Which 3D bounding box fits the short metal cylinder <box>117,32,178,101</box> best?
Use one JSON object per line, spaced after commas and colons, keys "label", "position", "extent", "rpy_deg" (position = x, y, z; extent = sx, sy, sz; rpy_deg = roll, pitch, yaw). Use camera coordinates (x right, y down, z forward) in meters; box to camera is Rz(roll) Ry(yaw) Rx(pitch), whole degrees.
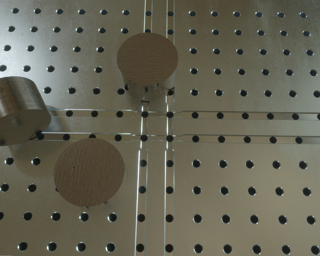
{"label": "short metal cylinder", "position": [-0.016, -0.084, 0.429], "extent": [0.081, 0.050, 0.080], "rpy_deg": [0, 70, 0]}

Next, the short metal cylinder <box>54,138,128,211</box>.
{"label": "short metal cylinder", "position": [-0.081, 0.058, 0.377], "extent": [0.081, 0.050, 0.080], "rpy_deg": [0, 70, 0]}

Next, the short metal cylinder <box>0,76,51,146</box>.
{"label": "short metal cylinder", "position": [-0.186, -0.020, 0.388], "extent": [0.080, 0.080, 0.050], "rpy_deg": [-28, 73, -10]}
